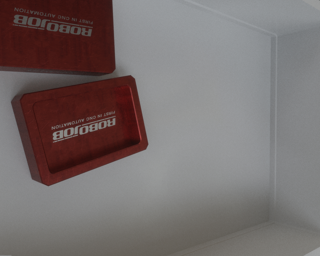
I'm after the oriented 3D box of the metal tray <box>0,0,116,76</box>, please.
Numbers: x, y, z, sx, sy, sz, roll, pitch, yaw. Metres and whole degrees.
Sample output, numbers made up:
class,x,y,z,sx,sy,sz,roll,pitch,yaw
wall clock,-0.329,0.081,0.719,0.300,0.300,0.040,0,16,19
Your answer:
class,x,y,z,sx,sy,sz,roll,pitch,yaw
metal tray,-0.110,-0.102,0.311,0.131,0.030,0.089,-4,93,-40

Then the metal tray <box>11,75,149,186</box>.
class,x,y,z,sx,sy,sz,roll,pitch,yaw
metal tray,-0.079,-0.003,0.336,0.131,0.030,0.089,-19,102,-38
